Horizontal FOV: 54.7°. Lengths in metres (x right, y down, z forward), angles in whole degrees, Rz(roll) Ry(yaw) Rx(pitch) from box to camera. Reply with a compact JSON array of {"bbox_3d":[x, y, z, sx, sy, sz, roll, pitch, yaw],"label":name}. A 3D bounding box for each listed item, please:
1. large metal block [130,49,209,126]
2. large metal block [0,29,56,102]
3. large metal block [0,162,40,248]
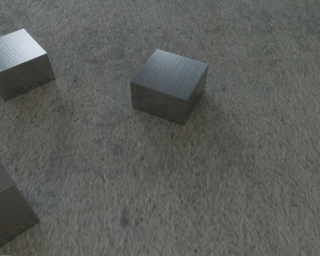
[{"bbox_3d":[0.014,-0.059,0.437,0.080,0.050,0.080,20,53,16],"label":"large metal block"},{"bbox_3d":[-0.218,-0.096,0.465,0.081,0.050,0.080,-32,57,-24],"label":"large metal block"},{"bbox_3d":[-0.176,0.080,0.298,0.080,0.080,0.050,-33,58,-25],"label":"large metal block"}]
